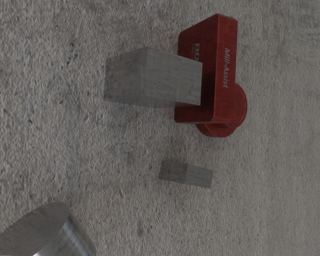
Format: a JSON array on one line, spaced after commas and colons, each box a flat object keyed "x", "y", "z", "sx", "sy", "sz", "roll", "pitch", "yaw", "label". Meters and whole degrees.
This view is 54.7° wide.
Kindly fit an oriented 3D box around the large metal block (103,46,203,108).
[{"x": -0.009, "y": -0.054, "z": 0.361, "sx": 0.081, "sy": 0.080, "sz": 0.050, "roll": 5, "pitch": 87, "yaw": -40, "label": "large metal block"}]

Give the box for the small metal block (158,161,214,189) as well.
[{"x": 0.035, "y": 0.063, "z": 0.418, "sx": 0.050, "sy": 0.050, "sz": 0.025, "roll": 18, "pitch": 79, "yaw": -39, "label": "small metal block"}]

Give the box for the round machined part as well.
[{"x": 0.097, "y": -0.034, "z": 0.475, "sx": 0.099, "sy": 0.042, "sz": 0.097, "roll": 0, "pitch": 90, "yaw": -40, "label": "round machined part"}]

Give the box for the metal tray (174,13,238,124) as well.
[{"x": 0.058, "y": -0.071, "z": 0.407, "sx": 0.030, "sy": 0.090, "sz": 0.129, "roll": 5, "pitch": 87, "yaw": -29, "label": "metal tray"}]

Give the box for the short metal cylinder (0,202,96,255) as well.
[{"x": -0.106, "y": 0.114, "z": 0.280, "sx": 0.080, "sy": 0.080, "sz": 0.050, "roll": -39, "pitch": 114, "yaw": -33, "label": "short metal cylinder"}]
